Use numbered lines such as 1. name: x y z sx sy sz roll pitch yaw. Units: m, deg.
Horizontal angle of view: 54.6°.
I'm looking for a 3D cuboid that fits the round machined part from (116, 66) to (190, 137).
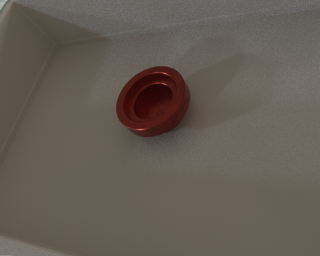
1. round machined part: -0.006 -0.031 0.414 0.098 0.042 0.098 -13 56 21
